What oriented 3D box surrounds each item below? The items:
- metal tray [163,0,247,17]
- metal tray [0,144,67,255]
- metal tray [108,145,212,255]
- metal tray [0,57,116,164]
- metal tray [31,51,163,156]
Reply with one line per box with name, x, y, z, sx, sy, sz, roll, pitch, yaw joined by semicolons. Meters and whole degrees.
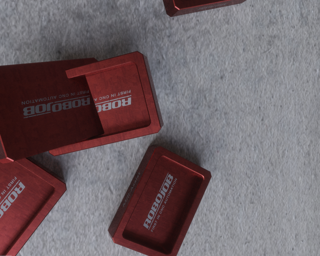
metal tray;0.062;-0.213;0.429;0.131;0.030;0.089;-18;96;-20
metal tray;-0.179;0.090;0.340;0.090;0.030;0.130;39;77;-16
metal tray;0.002;0.098;0.408;0.090;0.030;0.130;29;80;-18
metal tray;-0.116;-0.024;0.334;0.131;0.030;0.089;-19;94;-44
metal tray;-0.070;-0.026;0.351;0.131;0.030;0.089;-13;96;7
